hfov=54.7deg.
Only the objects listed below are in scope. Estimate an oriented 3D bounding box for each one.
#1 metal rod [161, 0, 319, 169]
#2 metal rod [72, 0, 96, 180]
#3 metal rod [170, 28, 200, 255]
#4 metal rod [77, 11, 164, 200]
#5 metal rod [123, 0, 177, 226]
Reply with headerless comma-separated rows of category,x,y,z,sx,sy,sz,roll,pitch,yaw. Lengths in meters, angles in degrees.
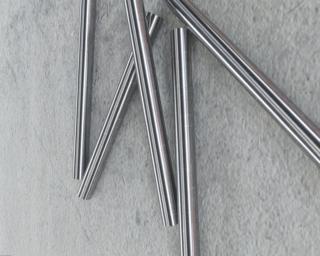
metal rod,0.084,-0.068,0.334,0.025,0.025,0.299,-50,61,28
metal rod,-0.123,-0.066,0.503,0.025,0.025,0.298,6,94,39
metal rod,0.031,0.030,0.377,0.025,0.025,0.298,-4,87,39
metal rod,-0.064,-0.020,0.455,0.025,0.025,0.298,37,112,33
metal rod,-0.010,-0.027,0.391,0.025,0.025,0.298,-10,90,39
